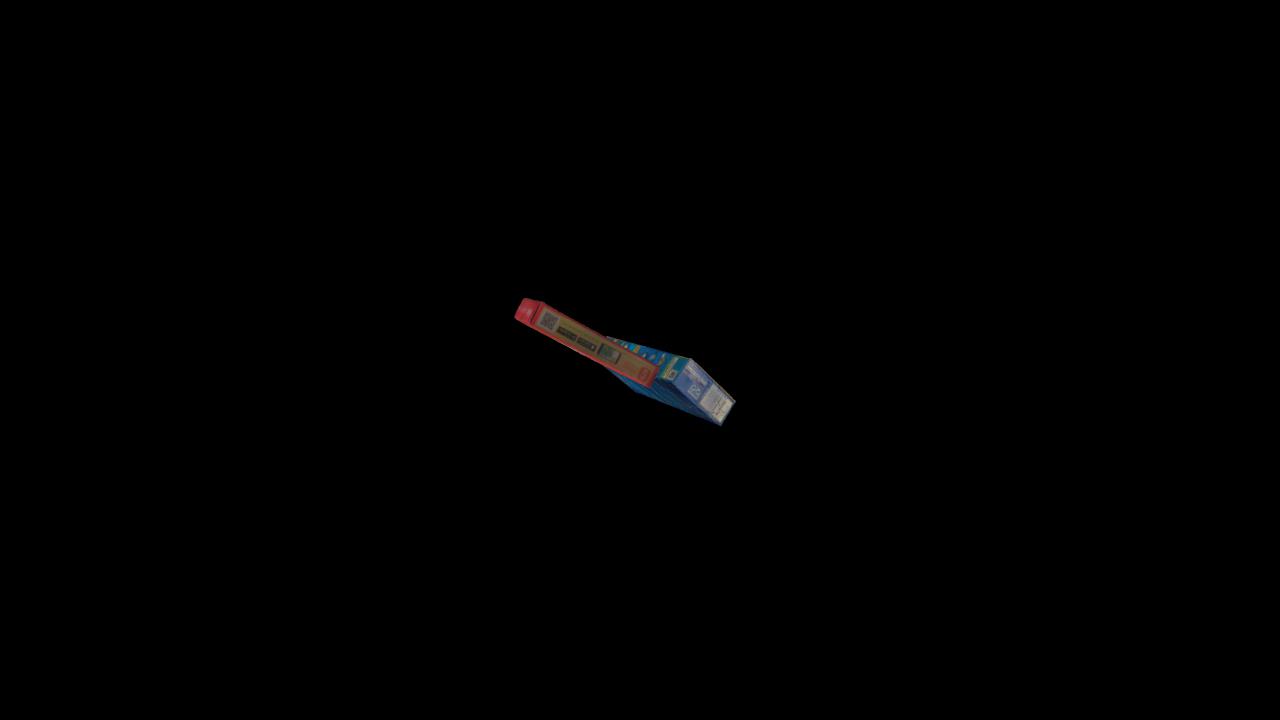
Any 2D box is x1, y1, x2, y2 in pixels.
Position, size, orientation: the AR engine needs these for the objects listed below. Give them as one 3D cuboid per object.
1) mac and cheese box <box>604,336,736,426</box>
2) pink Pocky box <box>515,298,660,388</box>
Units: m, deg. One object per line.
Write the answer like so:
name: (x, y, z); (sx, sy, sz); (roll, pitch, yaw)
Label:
mac and cheese box: (0.024, 0.022, 0.751); (0.093, 0.041, 0.184); (40, -12, -32)
pink Pocky box: (-0.060, -0.020, 0.681); (0.155, 0.029, 0.084); (29, -3, -24)
